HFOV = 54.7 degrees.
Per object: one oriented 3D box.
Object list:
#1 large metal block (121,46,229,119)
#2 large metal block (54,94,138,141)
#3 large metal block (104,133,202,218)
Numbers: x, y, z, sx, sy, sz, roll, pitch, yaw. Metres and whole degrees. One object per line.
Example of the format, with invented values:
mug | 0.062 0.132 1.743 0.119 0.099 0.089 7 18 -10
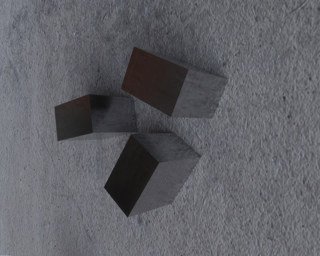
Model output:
large metal block | 0.017 -0.050 0.355 0.080 0.081 0.050 31 110 35
large metal block | -0.091 -0.012 0.445 0.080 0.081 0.050 -12 83 39
large metal block | -0.008 0.053 0.376 0.050 0.081 0.080 43 116 31
